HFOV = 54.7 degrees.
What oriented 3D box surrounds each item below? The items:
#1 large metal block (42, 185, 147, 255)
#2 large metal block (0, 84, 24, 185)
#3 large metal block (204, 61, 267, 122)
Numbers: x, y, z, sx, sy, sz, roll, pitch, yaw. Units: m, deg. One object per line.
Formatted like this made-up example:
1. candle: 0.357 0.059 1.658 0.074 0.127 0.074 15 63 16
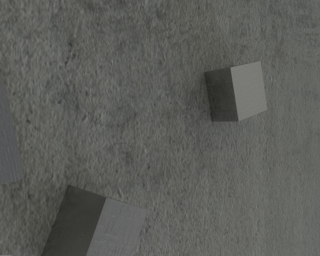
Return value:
1. large metal block: -0.068 0.108 0.313 0.050 0.080 0.080 29 72 -37
2. large metal block: -0.167 0.011 0.250 0.081 0.050 0.079 -14 99 -39
3. large metal block: 0.122 -0.058 0.493 0.081 0.050 0.079 -19 102 -39
